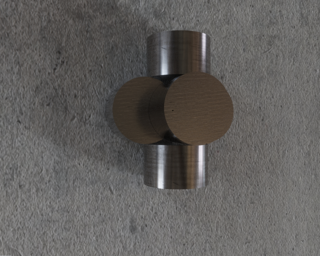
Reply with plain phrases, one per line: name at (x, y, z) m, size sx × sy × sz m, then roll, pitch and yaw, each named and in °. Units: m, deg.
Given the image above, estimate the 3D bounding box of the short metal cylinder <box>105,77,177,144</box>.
short metal cylinder at (-0.025, -0.021, 0.388) m, size 0.081 × 0.050 × 0.079 m, roll 0°, pitch 90°, yaw -21°

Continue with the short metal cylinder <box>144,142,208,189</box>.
short metal cylinder at (0.020, 0.044, 0.390) m, size 0.081 × 0.080 × 0.050 m, roll 0°, pitch 90°, yaw -20°

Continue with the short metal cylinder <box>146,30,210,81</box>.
short metal cylinder at (0.023, -0.086, 0.391) m, size 0.081 × 0.080 × 0.050 m, roll 0°, pitch 90°, yaw -20°

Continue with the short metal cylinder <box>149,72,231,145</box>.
short metal cylinder at (0.033, -0.021, 0.356) m, size 0.081 × 0.050 × 0.079 m, roll 0°, pitch 90°, yaw -21°

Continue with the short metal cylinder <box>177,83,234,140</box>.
short metal cylinder at (0.050, -0.022, 0.417) m, size 0.081 × 0.050 × 0.079 m, roll 0°, pitch 90°, yaw -21°
